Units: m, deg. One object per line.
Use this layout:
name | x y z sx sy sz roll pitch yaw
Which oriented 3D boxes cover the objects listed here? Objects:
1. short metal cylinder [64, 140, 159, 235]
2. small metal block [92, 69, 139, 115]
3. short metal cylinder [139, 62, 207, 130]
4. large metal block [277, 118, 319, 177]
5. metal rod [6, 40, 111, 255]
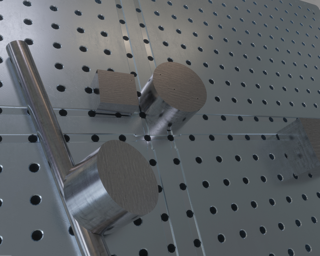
short metal cylinder | -0.047 0.059 0.312 0.080 0.050 0.080 39 31 -28
small metal block | -0.059 -0.046 0.405 0.050 0.025 0.050 4 60 -27
short metal cylinder | 0.017 -0.044 0.428 0.081 0.050 0.080 14 56 -21
large metal block | 0.253 0.031 0.510 0.081 0.050 0.080 1 61 -28
metal rod | -0.108 0.030 0.331 0.025 0.025 0.299 -15 70 -34
